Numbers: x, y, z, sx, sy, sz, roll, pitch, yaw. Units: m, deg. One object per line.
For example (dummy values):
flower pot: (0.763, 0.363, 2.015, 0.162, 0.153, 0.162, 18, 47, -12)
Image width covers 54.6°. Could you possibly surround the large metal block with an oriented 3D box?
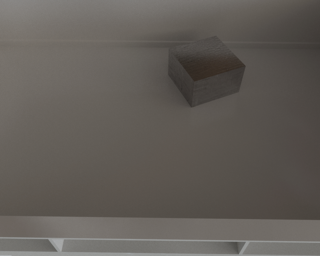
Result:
large metal block: (0.066, -0.086, 0.461, 0.081, 0.050, 0.080, -19, 53, -15)
